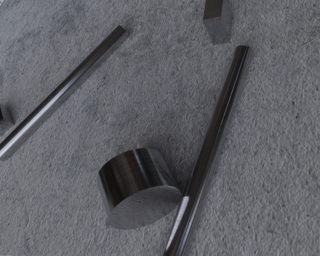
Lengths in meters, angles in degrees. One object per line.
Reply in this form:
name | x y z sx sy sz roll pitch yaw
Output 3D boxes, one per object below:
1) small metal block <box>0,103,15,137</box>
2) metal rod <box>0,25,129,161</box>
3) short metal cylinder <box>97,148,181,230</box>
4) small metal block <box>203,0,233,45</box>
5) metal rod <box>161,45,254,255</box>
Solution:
small metal block | -0.301 -0.011 0.569 0.050 0.025 0.050 -39 51 1
metal rod | -0.166 -0.062 0.528 0.300 0.025 0.025 -47 51 -5
short metal cylinder | -0.024 0.067 0.340 0.080 0.080 0.050 -33 52 7
small metal block | 0.083 -0.155 0.439 0.025 0.050 0.050 -4 60 26
metal rod | 0.057 0.030 0.355 0.025 0.025 0.300 10 66 32
